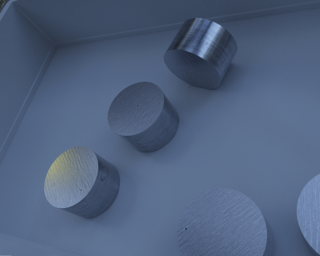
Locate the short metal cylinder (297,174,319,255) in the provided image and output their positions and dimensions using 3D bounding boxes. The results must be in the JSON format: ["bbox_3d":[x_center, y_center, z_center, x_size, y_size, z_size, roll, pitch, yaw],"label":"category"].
[{"bbox_3d":[0.159,0.079,0.257,0.080,0.050,0.080,-13,56,21],"label":"short metal cylinder"}]

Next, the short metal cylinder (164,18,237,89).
[{"bbox_3d":[0.052,-0.094,0.401,0.080,0.080,0.050,18,72,35],"label":"short metal cylinder"}]

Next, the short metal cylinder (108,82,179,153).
[{"bbox_3d":[-0.021,-0.014,0.409,0.080,0.050,0.080,-13,56,21],"label":"short metal cylinder"}]

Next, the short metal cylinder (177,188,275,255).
[{"bbox_3d":[0.063,0.103,0.293,0.080,0.050,0.080,-13,56,21],"label":"short metal cylinder"}]

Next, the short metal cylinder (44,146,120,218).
[{"bbox_3d":[-0.099,0.070,0.399,0.080,0.050,0.080,-13,56,21],"label":"short metal cylinder"}]
